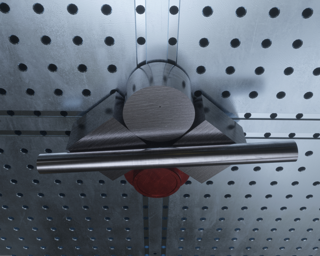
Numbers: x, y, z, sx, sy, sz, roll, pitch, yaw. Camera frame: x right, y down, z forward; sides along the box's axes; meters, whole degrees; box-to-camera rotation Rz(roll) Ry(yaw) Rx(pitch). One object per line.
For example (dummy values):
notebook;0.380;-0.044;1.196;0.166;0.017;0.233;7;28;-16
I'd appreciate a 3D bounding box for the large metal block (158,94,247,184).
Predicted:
large metal block;0.054;0.017;0.402;0.080;0.050;0.080;35;123;-26

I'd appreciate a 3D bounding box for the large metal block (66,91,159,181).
large metal block;-0.059;0.013;0.401;0.080;0.050;0.080;-32;125;24

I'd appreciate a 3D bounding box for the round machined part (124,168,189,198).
round machined part;-0.004;0.065;0.450;0.099;0.042;0.097;0;130;0

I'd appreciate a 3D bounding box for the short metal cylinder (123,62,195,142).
short metal cylinder;-0.001;-0.030;0.365;0.081;0.050;0.079;0;130;0

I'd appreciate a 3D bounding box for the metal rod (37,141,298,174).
metal rod;0.006;0.035;0.369;0.302;0.025;0.025;-3;130;3
